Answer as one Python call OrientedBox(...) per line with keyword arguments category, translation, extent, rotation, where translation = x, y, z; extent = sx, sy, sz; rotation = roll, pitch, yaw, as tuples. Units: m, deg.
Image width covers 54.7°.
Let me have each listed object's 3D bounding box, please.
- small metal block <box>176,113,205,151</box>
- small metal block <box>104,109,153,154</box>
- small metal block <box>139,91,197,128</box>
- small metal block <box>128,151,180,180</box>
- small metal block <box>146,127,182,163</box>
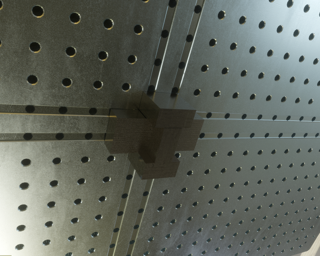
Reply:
OrientedBox(category="small metal block", translation=(0.027, 0.004, 0.430), extent=(0.050, 0.025, 0.050), rotation=(1, 118, -29))
OrientedBox(category="small metal block", translation=(-0.039, 0.004, 0.393), extent=(0.050, 0.025, 0.050), rotation=(0, 118, -29))
OrientedBox(category="small metal block", translation=(0.009, -0.023, 0.387), extent=(0.050, 0.050, 0.025), rotation=(1, 118, -29))
OrientedBox(category="small metal block", translation=(-0.009, 0.043, 0.418), extent=(0.050, 0.050, 0.025), rotation=(1, 118, -29))
OrientedBox(category="small metal block", translation=(0.000, 0.010, 0.402), extent=(0.025, 0.050, 0.050), rotation=(1, 118, -29))
